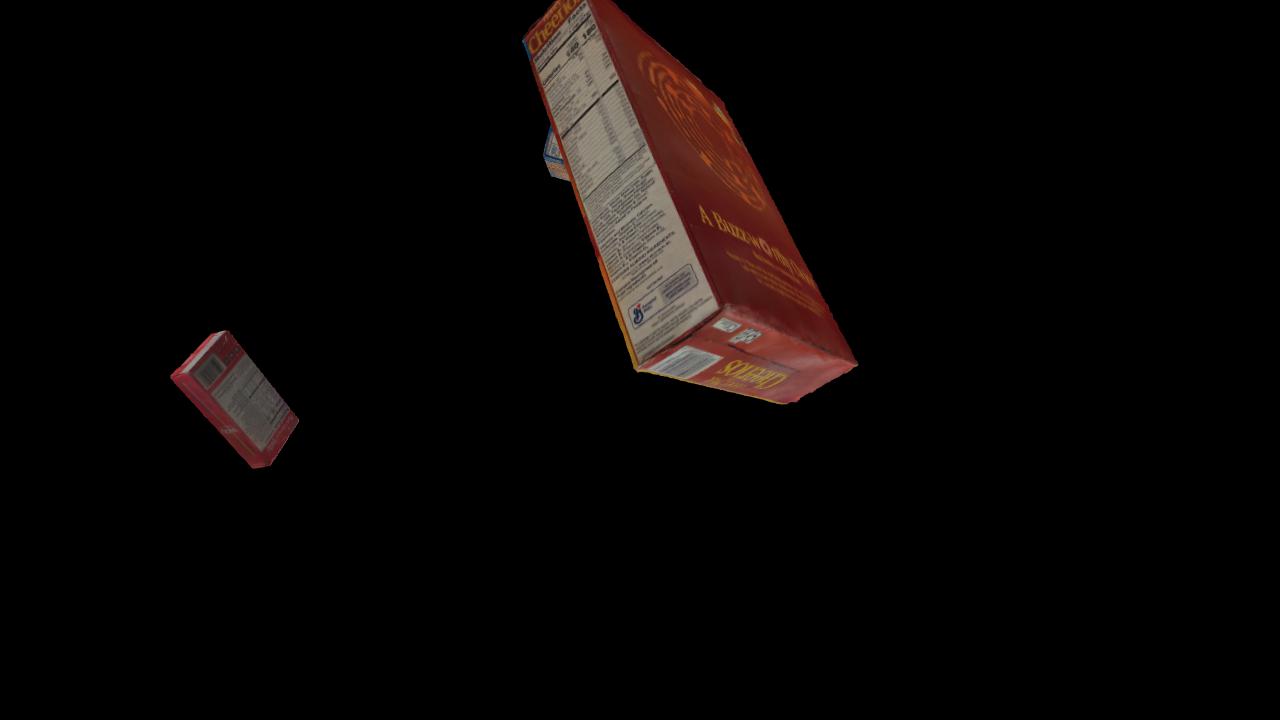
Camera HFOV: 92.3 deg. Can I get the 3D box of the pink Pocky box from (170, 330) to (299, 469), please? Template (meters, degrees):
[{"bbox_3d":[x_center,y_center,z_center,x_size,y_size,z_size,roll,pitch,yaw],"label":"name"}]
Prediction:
[{"bbox_3d":[-0.484,0.050,0.746,0.029,0.155,0.084,-11,37,9],"label":"pink Pocky box"}]

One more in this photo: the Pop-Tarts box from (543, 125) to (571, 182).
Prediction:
[{"bbox_3d":[-0.082,-0.348,1.050,0.141,0.083,0.167,14,5,-6],"label":"Pop-Tarts box"}]

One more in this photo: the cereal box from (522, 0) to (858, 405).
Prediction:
[{"bbox_3d":[0.037,-0.123,0.476,0.081,0.306,0.203,-35,-29,29],"label":"cereal box"}]
